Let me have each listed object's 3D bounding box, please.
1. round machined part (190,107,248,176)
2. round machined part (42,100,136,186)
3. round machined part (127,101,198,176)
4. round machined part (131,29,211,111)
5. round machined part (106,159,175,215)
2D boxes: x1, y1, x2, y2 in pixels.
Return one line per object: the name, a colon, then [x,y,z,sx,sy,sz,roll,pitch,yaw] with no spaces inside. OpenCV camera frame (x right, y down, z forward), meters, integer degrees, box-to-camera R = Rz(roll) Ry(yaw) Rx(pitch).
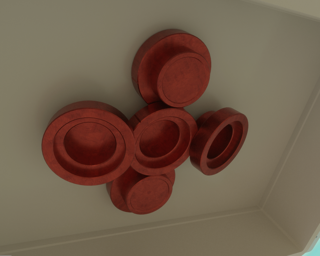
round machined part: [0.076,0.015,0.435,0.099,0.042,0.097,-28,135,-31]
round machined part: [-0.078,0.014,0.351,0.099,0.042,0.097,-4,117,-7]
round machined part: [-0.004,0.010,0.398,0.099,0.042,0.097,-14,124,-21]
round machined part: [0.019,-0.063,0.367,0.099,0.042,0.097,-14,124,-21]
round machined part: [-0.022,0.082,0.434,0.099,0.042,0.097,-14,124,-21]
